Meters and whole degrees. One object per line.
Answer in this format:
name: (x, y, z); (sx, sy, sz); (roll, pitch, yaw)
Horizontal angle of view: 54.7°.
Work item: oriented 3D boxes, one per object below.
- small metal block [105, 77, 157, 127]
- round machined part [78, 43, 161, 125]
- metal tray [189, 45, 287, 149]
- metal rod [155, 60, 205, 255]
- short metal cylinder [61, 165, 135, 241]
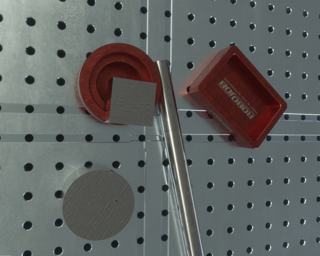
small metal block: (-0.034, -0.029, 0.356); (0.050, 0.025, 0.050); (6, 88, -21)
round machined part: (-0.052, -0.052, 0.385); (0.099, 0.042, 0.097); (0, 90, -21)
metal tray: (0.116, -0.043, 0.454); (0.130, 0.030, 0.090); (43, 76, -15)
metal rod: (0.027, 0.058, 0.423); (0.025, 0.025, 0.298); (-12, 94, -20)
short metal cylinder: (-0.076, 0.087, 0.372); (0.081, 0.050, 0.079); (0, 90, -20)
